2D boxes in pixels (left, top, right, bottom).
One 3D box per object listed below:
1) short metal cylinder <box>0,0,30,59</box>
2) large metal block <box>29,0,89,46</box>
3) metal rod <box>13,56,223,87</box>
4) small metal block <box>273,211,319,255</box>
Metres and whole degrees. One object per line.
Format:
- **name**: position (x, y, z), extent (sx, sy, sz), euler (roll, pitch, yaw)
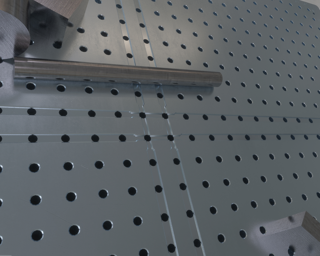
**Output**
- **short metal cylinder**: position (-0.189, -0.122, 0.346), extent (0.081, 0.080, 0.050), euler (3, 61, -27)
- **large metal block**: position (-0.149, -0.171, 0.416), extent (0.080, 0.050, 0.080), euler (27, 52, -12)
- **metal rod**: position (-0.038, -0.075, 0.433), extent (0.303, 0.025, 0.025), euler (-2, 63, -29)
- **small metal block**: position (0.189, 0.141, 0.408), extent (0.050, 0.050, 0.025), euler (42, 51, 0)
